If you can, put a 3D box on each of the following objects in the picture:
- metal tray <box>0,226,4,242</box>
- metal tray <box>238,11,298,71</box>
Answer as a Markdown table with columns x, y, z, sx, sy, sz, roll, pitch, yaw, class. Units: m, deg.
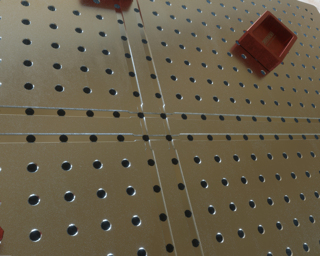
| x | y | z | sx | sy | sz | roll | pitch | yaw | class |
| --- | --- | --- | --- | --- | --- | --- | --- | --- | --- |
| -0.194 | 0.081 | 0.214 | 0.090 | 0.030 | 0.131 | 46 | 27 | 9 | metal tray |
| 0.226 | -0.183 | 0.641 | 0.090 | 0.030 | 0.131 | 43 | 51 | 1 | metal tray |
